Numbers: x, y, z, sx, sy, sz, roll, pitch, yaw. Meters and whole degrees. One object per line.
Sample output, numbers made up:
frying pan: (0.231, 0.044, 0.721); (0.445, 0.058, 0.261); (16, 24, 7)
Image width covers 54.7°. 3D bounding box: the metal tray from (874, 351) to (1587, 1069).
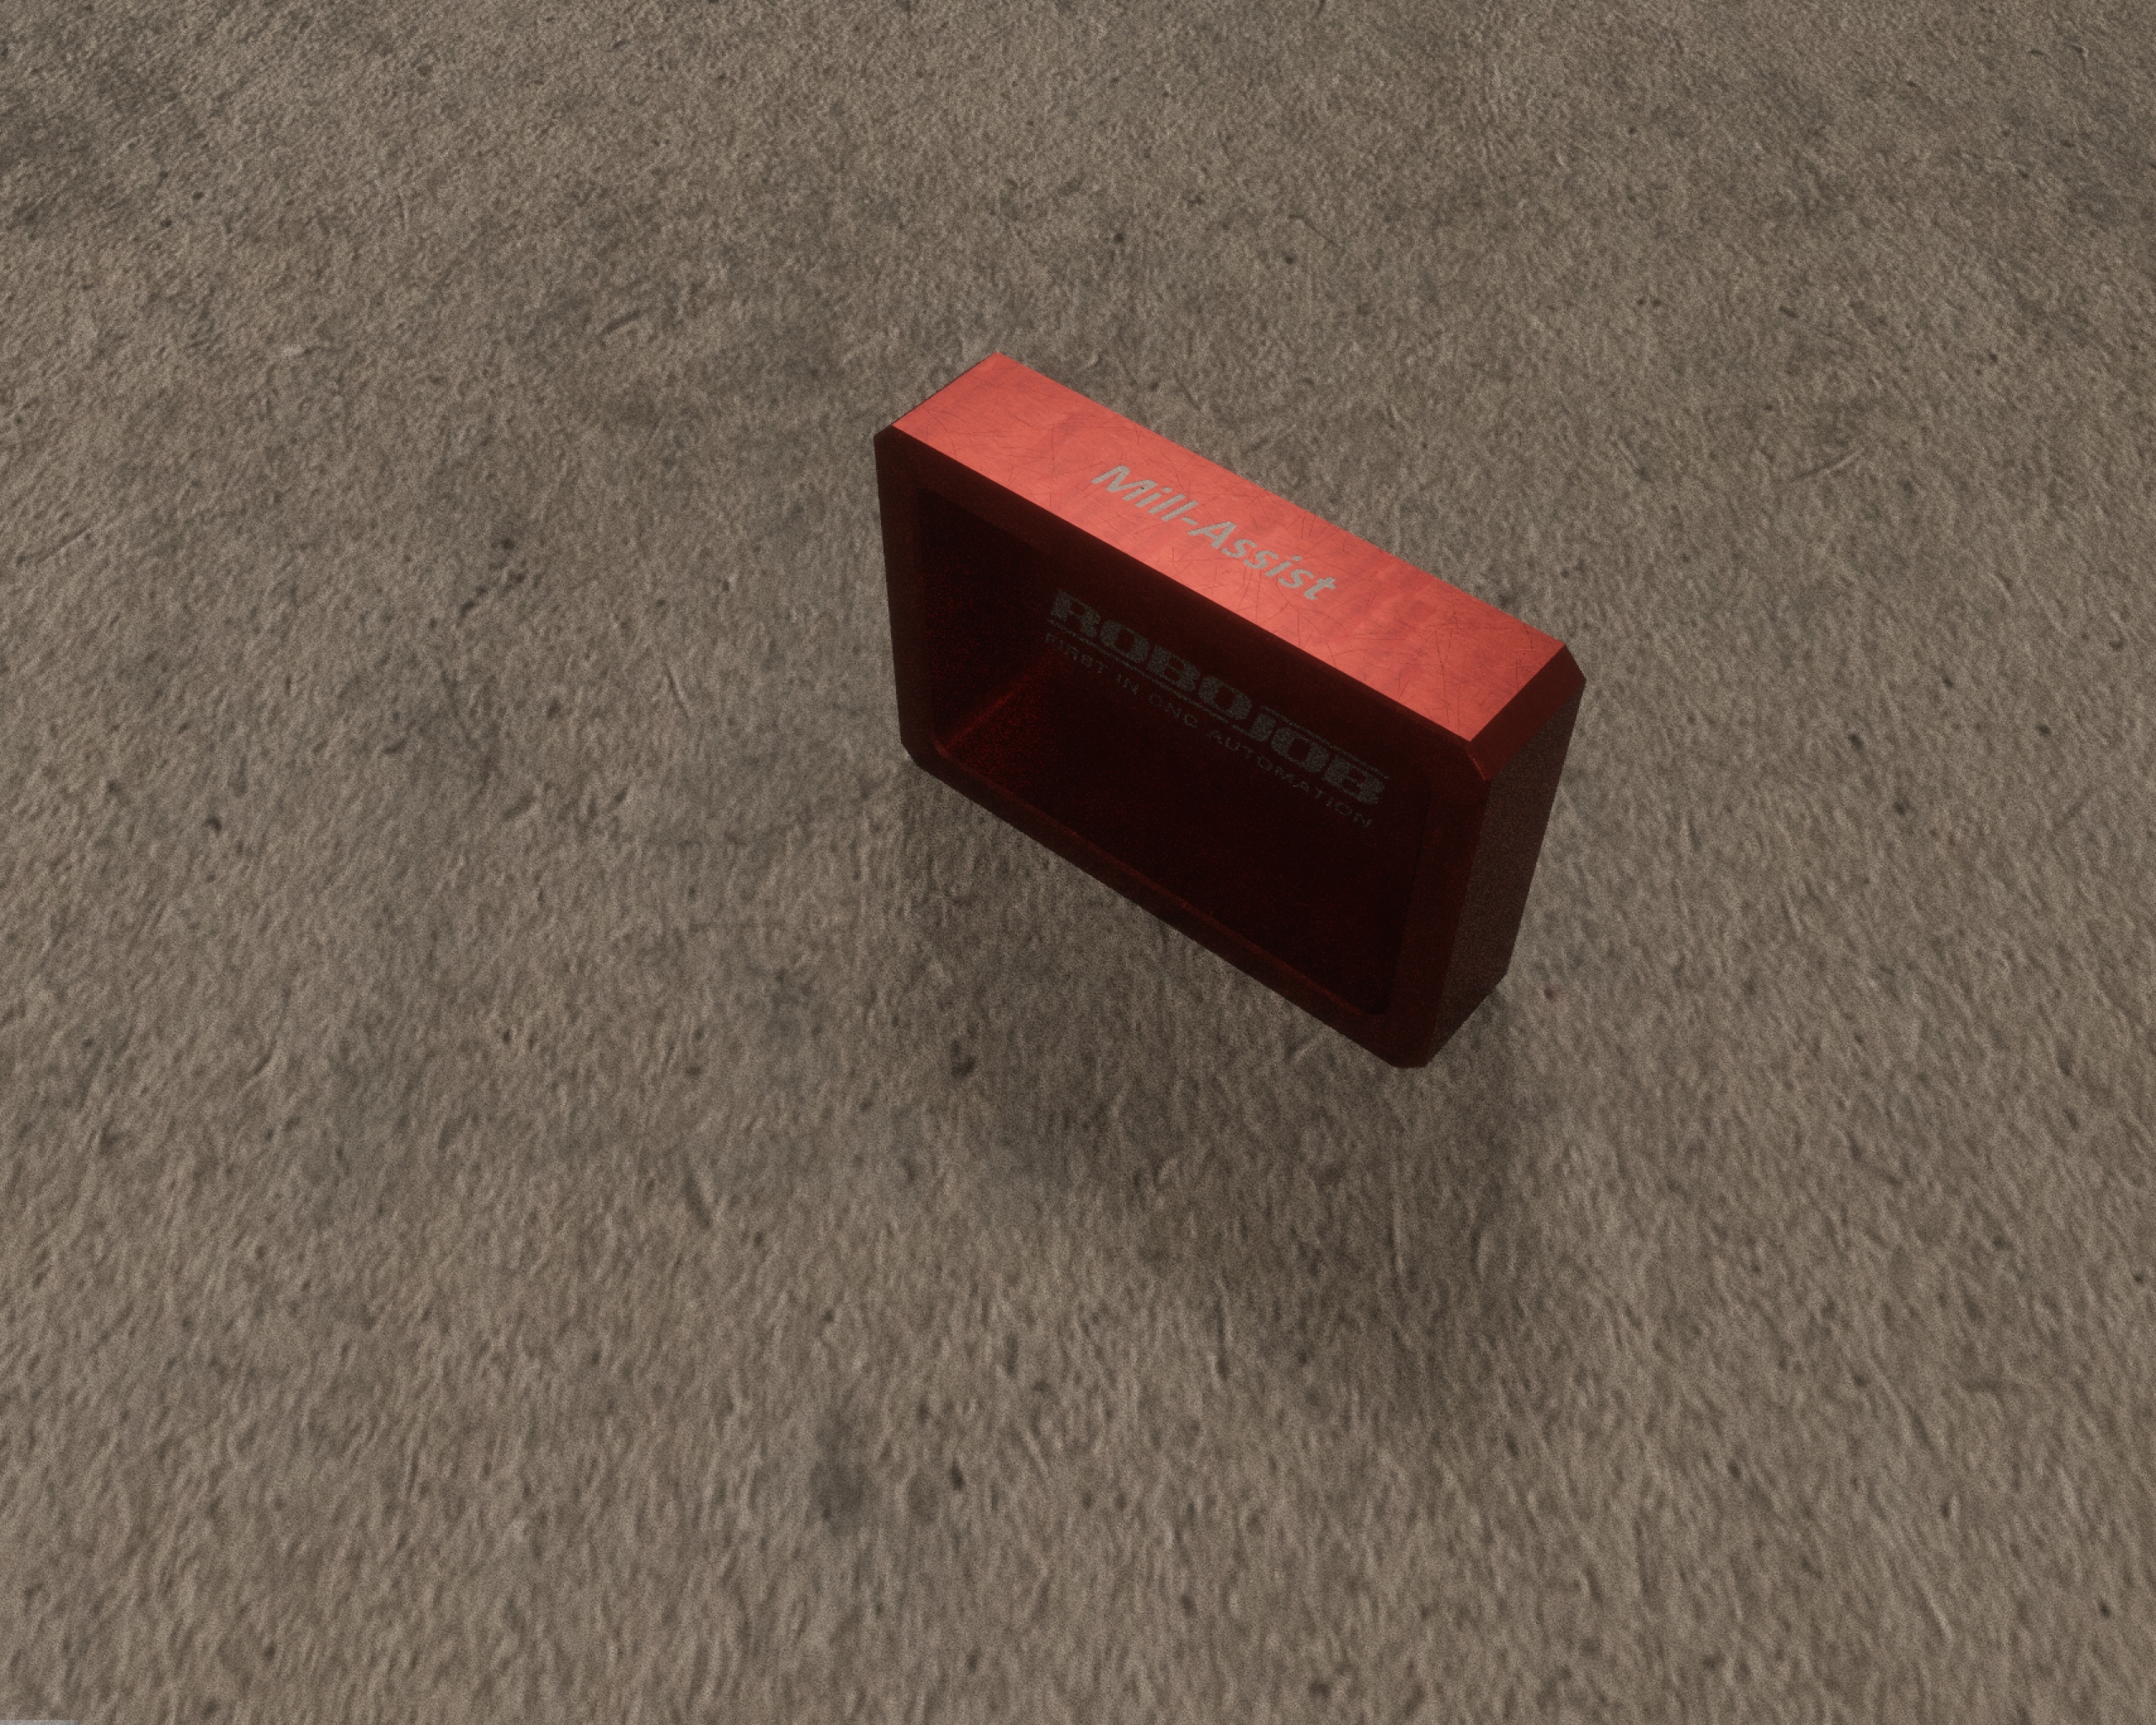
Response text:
metal tray: (0.023, -0.028, 0.386); (0.130, 0.089, 0.030); (32, 57, 24)
